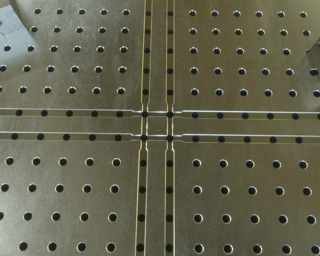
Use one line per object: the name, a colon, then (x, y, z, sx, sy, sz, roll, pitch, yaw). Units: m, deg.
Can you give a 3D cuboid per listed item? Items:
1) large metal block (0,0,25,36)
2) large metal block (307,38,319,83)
large metal block: (-0.263, -0.183, 0.463, 0.080, 0.050, 0.080, -23, 72, -8)
large metal block: (0.269, -0.092, 0.434, 0.081, 0.050, 0.080, -12, 71, -4)
